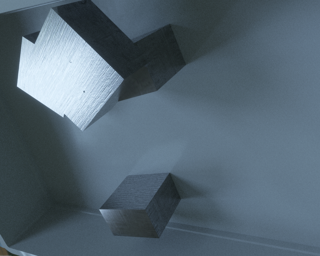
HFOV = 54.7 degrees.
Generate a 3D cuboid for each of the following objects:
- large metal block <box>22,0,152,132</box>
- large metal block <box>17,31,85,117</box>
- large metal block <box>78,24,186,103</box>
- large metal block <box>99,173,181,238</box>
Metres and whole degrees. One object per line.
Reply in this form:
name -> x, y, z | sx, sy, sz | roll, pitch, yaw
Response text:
large metal block -> -0.069, -0.057, 0.290 | 0.080, 0.050, 0.080 | 45, 129, -3
large metal block -> -0.140, -0.075, 0.420 | 0.080, 0.050, 0.079 | 33, 129, 6
large metal block -> -0.029, -0.070, 0.345 | 0.080, 0.080, 0.050 | -11, 113, 33
large metal block -> -0.027, 0.112, 0.457 | 0.080, 0.080, 0.050 | -9, 114, 32
